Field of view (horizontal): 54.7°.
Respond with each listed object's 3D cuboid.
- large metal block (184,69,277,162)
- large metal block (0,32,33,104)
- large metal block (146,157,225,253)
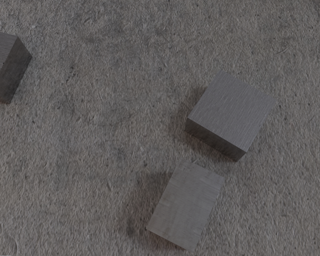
[{"bbox_3d":[0.089,-0.015,0.401,0.080,0.050,0.080,31,73,11],"label":"large metal block"},{"bbox_3d":[-0.238,-0.087,0.425,0.080,0.050,0.080,14,71,5],"label":"large metal block"},{"bbox_3d":[0.027,0.088,0.347,0.050,0.080,0.080,25,72,9],"label":"large metal block"}]
